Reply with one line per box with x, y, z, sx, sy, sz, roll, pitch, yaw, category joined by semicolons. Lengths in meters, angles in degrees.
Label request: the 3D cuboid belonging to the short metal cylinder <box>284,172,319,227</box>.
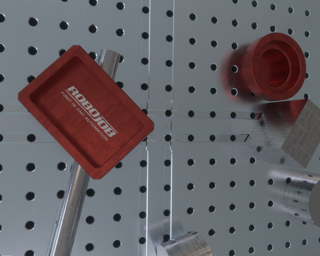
0.247;0.112;0.491;0.081;0.050;0.079;0;90;-20;short metal cylinder

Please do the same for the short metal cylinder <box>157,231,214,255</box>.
0.035;0.181;0.397;0.050;0.080;0.080;-14;95;-20;short metal cylinder

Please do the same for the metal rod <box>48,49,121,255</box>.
-0.096;0.051;0.377;0.025;0.025;0.299;15;85;-20;metal rod

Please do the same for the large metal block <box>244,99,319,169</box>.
0.183;0.007;0.451;0.050;0.080;0.080;37;78;-17;large metal block

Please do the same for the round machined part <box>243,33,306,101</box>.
0.165;-0.089;0.464;0.099;0.042;0.097;0;90;-20;round machined part

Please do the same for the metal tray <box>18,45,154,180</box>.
-0.081;-0.017;0.354;0.090;0.030;0.130;-43;89;-5;metal tray
